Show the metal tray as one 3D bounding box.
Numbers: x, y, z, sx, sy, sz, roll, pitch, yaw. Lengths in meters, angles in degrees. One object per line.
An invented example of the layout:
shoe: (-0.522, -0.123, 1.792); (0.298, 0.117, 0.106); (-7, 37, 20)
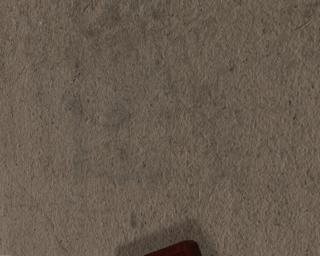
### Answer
metal tray: (-0.002, 0.207, 0.391); (0.130, 0.030, 0.090); (-27, 63, 17)
